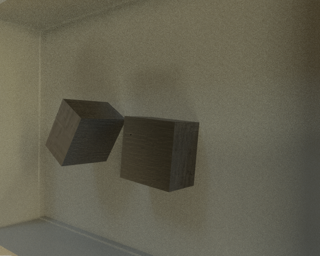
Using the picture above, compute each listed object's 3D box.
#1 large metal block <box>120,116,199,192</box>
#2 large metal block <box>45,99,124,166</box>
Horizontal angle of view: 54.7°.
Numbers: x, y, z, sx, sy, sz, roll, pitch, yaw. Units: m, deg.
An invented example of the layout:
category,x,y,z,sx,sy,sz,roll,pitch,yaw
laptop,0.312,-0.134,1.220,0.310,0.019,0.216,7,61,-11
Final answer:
category,x,y,z,sx,sy,sz,roll,pitch,yaw
large metal block,-0.001,0.028,0.390,0.080,0.050,0.079,8,95,39
large metal block,-0.110,0.006,0.459,0.050,0.081,0.079,41,115,32
